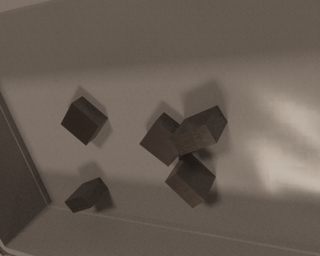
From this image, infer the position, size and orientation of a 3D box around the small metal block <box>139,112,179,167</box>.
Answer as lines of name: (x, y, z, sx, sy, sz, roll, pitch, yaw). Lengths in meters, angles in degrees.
small metal block: (0.008, 0.016, 0.413, 0.050, 0.025, 0.050, 38, 129, 2)

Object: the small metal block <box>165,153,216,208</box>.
small metal block: (0.041, 0.068, 0.412, 0.050, 0.050, 0.025, 44, 129, -3)

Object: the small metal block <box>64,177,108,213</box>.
small metal block: (-0.125, 0.114, 0.527, 0.050, 0.050, 0.025, -25, 105, 36)

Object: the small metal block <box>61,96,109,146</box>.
small metal block: (-0.113, -0.010, 0.460, 0.050, 0.025, 0.050, 41, 129, 0)

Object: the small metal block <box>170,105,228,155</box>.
small metal block: (0.047, 0.003, 0.369, 0.050, 0.050, 0.025, -23, 106, 36)
